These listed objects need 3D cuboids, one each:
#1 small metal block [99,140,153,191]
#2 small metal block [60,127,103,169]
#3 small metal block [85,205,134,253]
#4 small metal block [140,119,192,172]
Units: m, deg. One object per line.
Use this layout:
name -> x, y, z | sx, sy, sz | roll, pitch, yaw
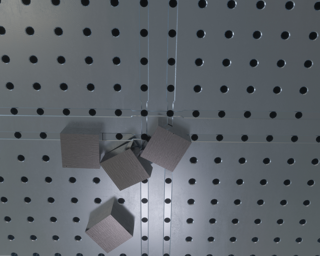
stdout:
small metal block -> -0.046, 0.052, 0.429 | 0.050, 0.025, 0.050 | -27, 108, 17
small metal block -> -0.106, 0.027, 0.422 | 0.050, 0.025, 0.050 | 2, 110, -1
small metal block -> -0.075, 0.153, 0.469 | 0.050, 0.025, 0.050 | -36, 106, 12
small metal block -> 0.008, 0.024, 0.422 | 0.050, 0.025, 0.050 | 27, 107, -10
